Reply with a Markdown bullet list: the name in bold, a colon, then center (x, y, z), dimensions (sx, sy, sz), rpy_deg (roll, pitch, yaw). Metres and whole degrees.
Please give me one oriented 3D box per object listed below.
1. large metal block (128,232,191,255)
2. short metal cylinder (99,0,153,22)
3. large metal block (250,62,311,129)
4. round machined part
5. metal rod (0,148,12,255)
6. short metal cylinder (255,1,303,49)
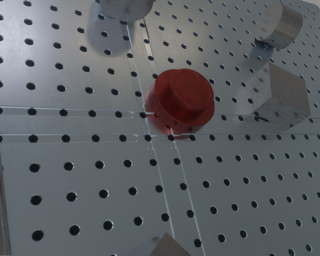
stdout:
- **large metal block**: center (-0.015, 0.148, 0.274), dimensions (0.050, 0.080, 0.080), rpy_deg (44, 51, 2)
- **short metal cylinder**: center (-0.051, -0.212, 0.475), dimensions (0.081, 0.080, 0.050), rpy_deg (12, 57, -22)
- **large metal block**: center (0.206, -0.055, 0.536), dimensions (0.080, 0.050, 0.080), rpy_deg (21, 54, -16)
- **round machined part**: center (0.038, -0.046, 0.445), dimensions (0.099, 0.042, 0.098), rpy_deg (14, 56, -21)
- **metal rod**: center (-0.132, 0.135, 0.254), dimensions (0.025, 0.025, 0.299), rpy_deg (-5, 64, -30)
- **short metal cylinder**: center (0.238, -0.206, 0.627), dimensions (0.050, 0.080, 0.080), rpy_deg (17, 55, -19)
